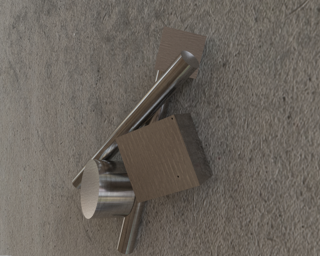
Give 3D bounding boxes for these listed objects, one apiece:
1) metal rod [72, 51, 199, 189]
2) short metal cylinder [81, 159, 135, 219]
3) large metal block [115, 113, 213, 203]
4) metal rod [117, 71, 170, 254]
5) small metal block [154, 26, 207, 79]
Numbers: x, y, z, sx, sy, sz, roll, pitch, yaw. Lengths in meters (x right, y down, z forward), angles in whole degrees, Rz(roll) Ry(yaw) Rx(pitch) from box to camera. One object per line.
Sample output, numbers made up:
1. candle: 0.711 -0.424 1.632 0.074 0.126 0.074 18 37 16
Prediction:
1. metal rod: -0.051 0.008 0.426 0.298 0.025 0.025 -45 63 38
2. short metal cylinder: -0.075 0.085 0.435 0.080 0.050 0.080 -20 66 57
3. large metal block: 0.005 0.034 0.366 0.080 0.050 0.080 -22 85 25
4. metal rod: -0.016 0.032 0.419 0.025 0.025 0.298 22 104 38
5. small metal block: 0.024 -0.089 0.371 0.050 0.025 0.050 13 100 -1
